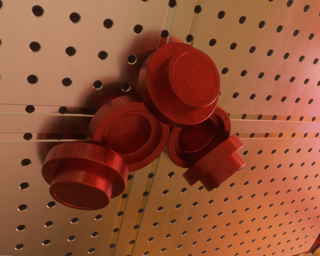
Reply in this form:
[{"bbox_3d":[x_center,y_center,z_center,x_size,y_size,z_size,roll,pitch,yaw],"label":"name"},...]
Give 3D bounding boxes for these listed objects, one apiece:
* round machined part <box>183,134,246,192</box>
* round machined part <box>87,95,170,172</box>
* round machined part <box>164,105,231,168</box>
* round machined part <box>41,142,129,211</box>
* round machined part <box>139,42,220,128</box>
[{"bbox_3d":[0.084,0.055,0.447,0.098,0.042,0.098,-36,167,-9],"label":"round machined part"},{"bbox_3d":[-0.041,0.004,0.380,0.099,0.042,0.097,-14,125,-21],"label":"round machined part"},{"bbox_3d":[0.045,0.004,0.429,0.099,0.042,0.097,-14,125,-21],"label":"round machined part"},{"bbox_3d":[-0.088,0.062,0.361,0.099,0.042,0.097,3,140,3],"label":"round machined part"},{"bbox_3d":[0.029,-0.052,0.352,0.099,0.042,0.098,6,78,-28],"label":"round machined part"}]
